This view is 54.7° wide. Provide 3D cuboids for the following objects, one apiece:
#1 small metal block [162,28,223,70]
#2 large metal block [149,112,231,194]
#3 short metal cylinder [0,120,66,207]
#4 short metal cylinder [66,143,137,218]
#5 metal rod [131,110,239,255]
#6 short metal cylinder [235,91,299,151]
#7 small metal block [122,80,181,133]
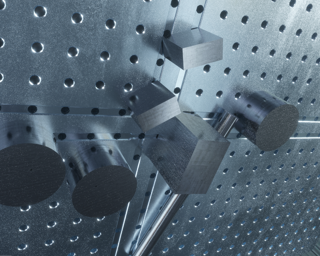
[{"bbox_3d":[0.037,-0.093,0.358,0.050,0.050,0.025,-19,126,-18],"label":"small metal block"},{"bbox_3d":[0.036,0.031,0.415,0.050,0.080,0.079,7,115,-32],"label":"large metal block"},{"bbox_3d":[-0.149,0.038,0.337,0.081,0.050,0.079,-14,124,-21],"label":"short metal cylinder"},{"bbox_3d":[-0.076,0.066,0.394,0.081,0.050,0.079,-14,124,-21],"label":"short metal cylinder"},{"bbox_3d":[0.032,0.105,0.493,0.025,0.025,0.298,20,108,-36],"label":"metal rod"},{"bbox_3d":[0.164,-0.011,0.477,0.081,0.050,0.079,-14,124,-21],"label":"short metal cylinder"},{"bbox_3d":[-0.011,-0.027,0.372,0.050,0.050,0.025,-28,128,-11],"label":"small metal block"}]
